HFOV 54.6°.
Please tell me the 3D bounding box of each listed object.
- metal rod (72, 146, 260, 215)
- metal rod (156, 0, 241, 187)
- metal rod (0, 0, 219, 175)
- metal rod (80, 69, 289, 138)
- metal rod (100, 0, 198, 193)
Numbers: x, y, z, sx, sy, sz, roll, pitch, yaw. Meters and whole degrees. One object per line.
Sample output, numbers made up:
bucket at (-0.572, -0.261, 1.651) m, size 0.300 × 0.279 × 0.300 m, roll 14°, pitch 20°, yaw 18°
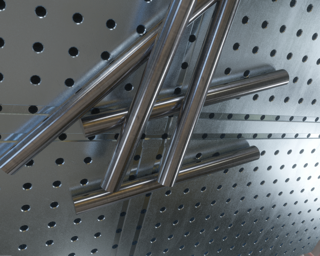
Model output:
metal rod at (0.023, 0.073, 0.467) m, size 0.302 × 0.025 × 0.025 m, roll -13°, pitch 124°, yaw -22°
metal rod at (0.053, -0.067, 0.372) m, size 0.025 × 0.025 × 0.298 m, roll 10°, pitch 106°, yaw -33°
metal rod at (-0.057, -0.055, 0.345) m, size 0.300 × 0.025 × 0.025 m, roll -41°, pitch 129°, yaw -1°
metal rod at (0.047, -0.038, 0.412) m, size 0.302 × 0.025 × 0.025 m, roll -15°, pitch 125°, yaw -20°
metal rod at (-0.007, -0.056, 0.338) m, size 0.025 × 0.025 × 0.298 m, roll 10°, pitch 113°, yaw -33°
